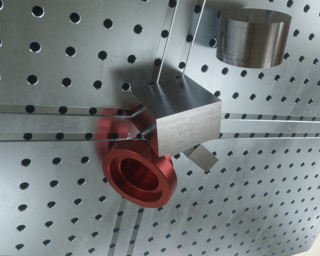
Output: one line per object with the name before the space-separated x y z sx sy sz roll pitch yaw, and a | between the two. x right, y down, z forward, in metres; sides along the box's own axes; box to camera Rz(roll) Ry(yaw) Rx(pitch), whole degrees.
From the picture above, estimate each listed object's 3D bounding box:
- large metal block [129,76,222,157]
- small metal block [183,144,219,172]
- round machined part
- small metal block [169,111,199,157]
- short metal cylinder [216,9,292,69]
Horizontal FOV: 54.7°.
large metal block | 0.017 -0.018 0.375 0.081 0.080 0.050 -17 125 -19
small metal block | 0.049 0.030 0.443 0.025 0.050 0.050 -47 130 5
round machined part | -0.022 0.053 0.399 0.042 0.098 0.097 -52 144 -45
small metal block | 0.023 0.006 0.413 0.050 0.050 0.025 -23 127 -15
short metal cylinder | 0.110 -0.109 0.370 0.081 0.080 0.050 -14 124 -21
